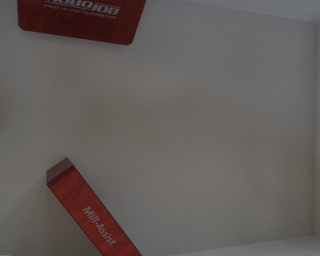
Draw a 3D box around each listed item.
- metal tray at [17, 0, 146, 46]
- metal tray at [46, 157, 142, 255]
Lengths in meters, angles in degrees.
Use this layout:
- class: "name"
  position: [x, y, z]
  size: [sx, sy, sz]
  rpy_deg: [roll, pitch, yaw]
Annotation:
- class: "metal tray"
  position: [-0.086, -0.143, 0.343]
  size: [0.131, 0.089, 0.030]
  rpy_deg: [3, 56, -21]
- class: "metal tray"
  position: [-0.075, 0.097, 0.348]
  size: [0.030, 0.090, 0.130]
  rpy_deg: [-37, 102, -16]
